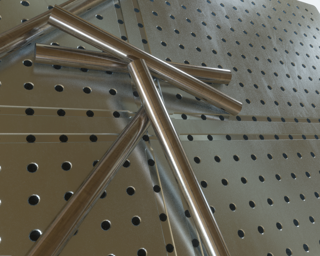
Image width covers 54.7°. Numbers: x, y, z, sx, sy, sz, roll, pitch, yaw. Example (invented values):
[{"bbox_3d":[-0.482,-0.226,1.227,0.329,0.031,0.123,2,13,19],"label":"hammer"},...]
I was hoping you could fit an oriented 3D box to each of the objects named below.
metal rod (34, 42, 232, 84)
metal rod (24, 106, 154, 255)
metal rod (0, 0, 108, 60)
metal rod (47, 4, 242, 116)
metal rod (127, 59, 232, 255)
[{"bbox_3d":[-0.020,-0.089,0.453,0.303,0.025,0.025,1,61,-28],"label":"metal rod"},{"bbox_3d":[-0.076,0.069,0.325,0.025,0.025,0.301,37,51,-4],"label":"metal rod"},{"bbox_3d":[-0.129,-0.167,0.441,0.025,0.025,0.301,41,51,-1],"label":"metal rod"},{"bbox_3d":[-0.003,-0.083,0.432,0.302,0.025,0.025,23,53,-25],"label":"metal rod"},{"bbox_3d":[0.027,0.052,0.371,0.025,0.025,0.299,-16,77,-35],"label":"metal rod"}]
